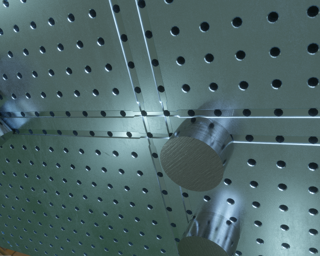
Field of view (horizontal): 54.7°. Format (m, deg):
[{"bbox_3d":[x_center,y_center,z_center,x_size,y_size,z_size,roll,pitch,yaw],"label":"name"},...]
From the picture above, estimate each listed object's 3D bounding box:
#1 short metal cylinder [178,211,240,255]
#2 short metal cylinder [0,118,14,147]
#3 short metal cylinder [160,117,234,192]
[{"bbox_3d":[0.073,0.173,0.463,0.080,0.050,0.079,13,124,21],"label":"short metal cylinder"},{"bbox_3d":[-0.312,0.014,0.549,0.050,0.080,0.080,48,129,-6],"label":"short metal cylinder"},{"bbox_3d":[0.047,0.033,0.390,0.080,0.050,0.079,13,124,21],"label":"short metal cylinder"}]
